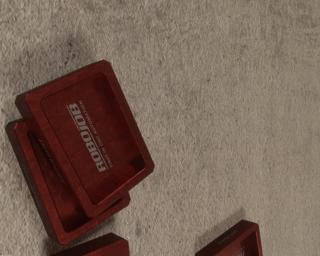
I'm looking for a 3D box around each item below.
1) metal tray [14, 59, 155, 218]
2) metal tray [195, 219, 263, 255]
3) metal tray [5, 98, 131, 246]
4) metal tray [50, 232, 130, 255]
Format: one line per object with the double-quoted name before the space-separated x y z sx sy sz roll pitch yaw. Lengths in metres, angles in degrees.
"metal tray" -0.067 0.009 0.306 0.091 0.030 0.129 -35 112 -35
"metal tray" 0.117 0.218 0.503 0.131 0.030 0.089 -17 101 -39
"metal tray" -0.091 0.042 0.326 0.091 0.030 0.129 -26 106 -37
"metal tray" -0.075 0.194 0.341 0.091 0.030 0.129 -9 96 -40
